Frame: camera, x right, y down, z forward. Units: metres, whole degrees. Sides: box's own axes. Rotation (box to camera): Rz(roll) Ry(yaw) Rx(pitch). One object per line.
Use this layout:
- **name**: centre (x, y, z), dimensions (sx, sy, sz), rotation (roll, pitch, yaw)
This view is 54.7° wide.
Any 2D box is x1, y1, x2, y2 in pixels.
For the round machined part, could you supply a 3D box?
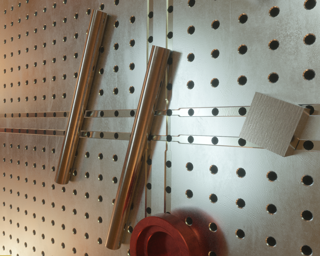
- **round machined part**: centre (0.011, 0.156, 0.389), dimensions (0.098, 0.042, 0.097), rotation (0, 90, 40)

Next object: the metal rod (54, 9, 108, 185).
- **metal rod**: centre (-0.135, -0.044, 0.520), dimensions (0.025, 0.025, 0.298), rotation (27, 107, 37)

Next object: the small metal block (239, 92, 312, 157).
- **small metal block**: centre (0.116, -0.005, 0.314), dimensions (0.050, 0.025, 0.050), rotation (27, 107, 36)

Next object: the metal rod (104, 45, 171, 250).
- **metal rod**: centre (-0.035, 0.035, 0.438), dimensions (0.025, 0.025, 0.298), rotation (24, 105, 37)
